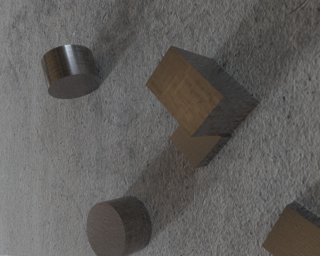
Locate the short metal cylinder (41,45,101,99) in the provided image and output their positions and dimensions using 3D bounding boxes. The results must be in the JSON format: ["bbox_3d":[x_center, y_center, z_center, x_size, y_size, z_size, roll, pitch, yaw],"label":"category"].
[{"bbox_3d":[-0.138,-0.086,0.483,0.080,0.081,0.050,-30,72,36],"label":"short metal cylinder"}]

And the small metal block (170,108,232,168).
[{"bbox_3d":[0.047,0.011,0.366,0.050,0.025,0.050,51,120,28],"label":"small metal block"}]

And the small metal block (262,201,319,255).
[{"bbox_3d":[0.135,0.107,0.294,0.050,0.025,0.050,35,112,34],"label":"small metal block"}]

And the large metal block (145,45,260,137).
[{"bbox_3d":[0.046,-0.037,0.331,0.080,0.081,0.050,51,120,28],"label":"large metal block"}]

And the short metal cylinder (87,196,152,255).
[{"bbox_3d":[-0.058,0.140,0.437,0.080,0.050,0.080,0,90,40],"label":"short metal cylinder"}]
